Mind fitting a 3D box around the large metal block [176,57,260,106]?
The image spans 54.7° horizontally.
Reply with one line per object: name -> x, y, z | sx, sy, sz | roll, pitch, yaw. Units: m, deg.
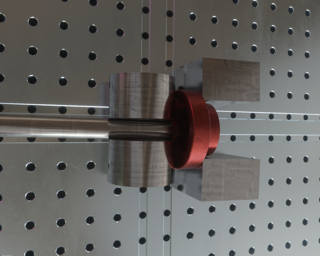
large metal block -> 0.073, -0.058, 0.411 | 0.081, 0.080, 0.050 | 0, 90, -20

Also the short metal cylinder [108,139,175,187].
short metal cylinder -> -0.022, 0.039, 0.374 | 0.081, 0.080, 0.050 | 1, 90, -20

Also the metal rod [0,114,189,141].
metal rod -> -0.105, 0.000, 0.361 | 0.302, 0.025, 0.025 | 2, 90, -16

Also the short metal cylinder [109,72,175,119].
short metal cylinder -> -0.022, -0.036, 0.375 | 0.081, 0.080, 0.050 | 1, 91, -20

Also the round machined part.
round machined part -> 0.040, 0.002, 0.388 | 0.042, 0.098, 0.097 | 1, 90, -20

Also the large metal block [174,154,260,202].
large metal block -> 0.073, 0.062, 0.411 | 0.081, 0.080, 0.050 | 3, 89, -20
